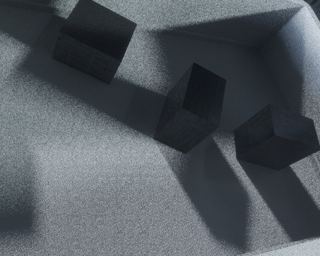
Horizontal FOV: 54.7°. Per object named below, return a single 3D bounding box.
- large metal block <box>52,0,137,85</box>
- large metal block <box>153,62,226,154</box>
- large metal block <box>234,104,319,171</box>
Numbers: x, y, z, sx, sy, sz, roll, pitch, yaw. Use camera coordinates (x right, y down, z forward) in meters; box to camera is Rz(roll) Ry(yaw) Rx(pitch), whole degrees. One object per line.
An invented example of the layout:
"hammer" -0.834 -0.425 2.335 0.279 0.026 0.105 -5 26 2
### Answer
"large metal block" -0.086 -0.118 0.416 0.080 0.050 0.080 24 53 -14
"large metal block" 0.039 -0.024 0.408 0.050 0.080 0.080 26 53 -13
"large metal block" 0.167 0.017 0.453 0.081 0.080 0.050 16 55 -20
